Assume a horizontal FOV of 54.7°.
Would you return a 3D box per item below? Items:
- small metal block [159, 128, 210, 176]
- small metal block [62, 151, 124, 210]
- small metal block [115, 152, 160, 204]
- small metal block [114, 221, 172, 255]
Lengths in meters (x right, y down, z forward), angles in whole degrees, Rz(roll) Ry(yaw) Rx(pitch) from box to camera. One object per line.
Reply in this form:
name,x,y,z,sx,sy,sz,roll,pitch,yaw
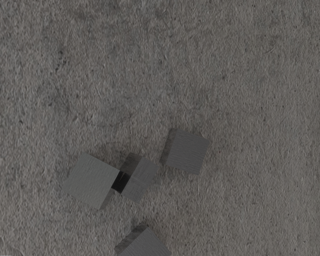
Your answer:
small metal block,0.033,0.032,0.421,0.050,0.025,0.050,21,83,-19
small metal block,-0.079,0.063,0.369,0.050,0.025,0.050,26,81,9
small metal block,-0.032,0.060,0.383,0.025,0.050,0.050,34,79,-19
small metal block,-0.022,0.159,0.401,0.050,0.025,0.050,-41,103,-15
